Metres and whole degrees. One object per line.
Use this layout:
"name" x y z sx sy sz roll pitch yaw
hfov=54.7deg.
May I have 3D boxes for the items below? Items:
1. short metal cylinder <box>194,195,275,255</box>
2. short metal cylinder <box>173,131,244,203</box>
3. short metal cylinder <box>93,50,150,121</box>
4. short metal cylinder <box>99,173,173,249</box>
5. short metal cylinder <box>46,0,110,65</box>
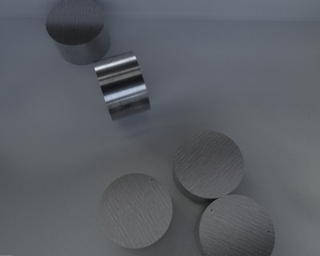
"short metal cylinder" 0.082 0.120 0.353 0.081 0.050 0.080 0 70 0
"short metal cylinder" 0.056 0.049 0.379 0.081 0.050 0.080 0 70 0
"short metal cylinder" -0.049 -0.054 0.400 0.050 0.080 0.080 -18 71 -6
"short metal cylinder" -0.027 0.097 0.361 0.081 0.050 0.080 0 70 0
"short metal cylinder" -0.115 -0.138 0.446 0.081 0.050 0.080 0 70 0
